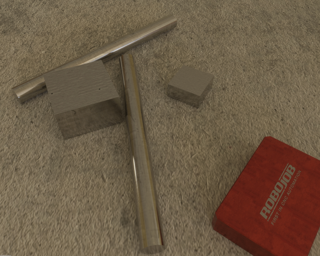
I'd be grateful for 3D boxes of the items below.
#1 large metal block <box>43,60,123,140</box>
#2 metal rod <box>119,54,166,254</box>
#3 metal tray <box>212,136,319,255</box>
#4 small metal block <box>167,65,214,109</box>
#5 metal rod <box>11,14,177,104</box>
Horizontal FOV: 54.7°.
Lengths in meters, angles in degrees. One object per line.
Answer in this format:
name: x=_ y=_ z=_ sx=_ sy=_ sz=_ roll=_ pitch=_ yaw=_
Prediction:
large metal block: x=-0.104 y=-0.040 z=0.419 sx=0.081 sy=0.050 sz=0.080 roll=-18 pitch=53 yaw=-15
metal rod: x=-0.029 y=0.006 z=0.398 sx=0.025 sy=0.025 sz=0.300 roll=-7 pitch=50 yaw=-6
metal tray: x=0.128 y=0.077 z=0.337 sx=0.090 sy=0.030 sz=0.131 roll=29 pitch=56 yaw=22
small metal block: x=0.045 y=-0.062 z=0.456 sx=0.050 sy=0.025 sz=0.050 roll=23 pitch=54 yaw=18
metal rod: x=-0.091 y=-0.121 z=0.503 sx=0.302 sy=0.025 sz=0.025 roll=-34 pitch=58 yaw=-25
